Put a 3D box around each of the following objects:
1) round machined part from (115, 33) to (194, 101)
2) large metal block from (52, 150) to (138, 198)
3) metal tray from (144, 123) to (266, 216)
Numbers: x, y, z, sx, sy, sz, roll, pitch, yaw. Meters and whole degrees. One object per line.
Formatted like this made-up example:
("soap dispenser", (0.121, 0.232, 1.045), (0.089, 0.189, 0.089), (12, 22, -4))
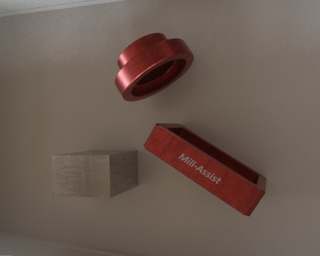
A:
("round machined part", (-0.012, -0.077, 0.375), (0.098, 0.098, 0.042), (-34, 79, 16))
("large metal block", (-0.082, 0.057, 0.409), (0.080, 0.080, 0.050), (-2, 90, 19))
("metal tray", (0.055, 0.040, 0.355), (0.130, 0.090, 0.030), (33, 101, 16))
